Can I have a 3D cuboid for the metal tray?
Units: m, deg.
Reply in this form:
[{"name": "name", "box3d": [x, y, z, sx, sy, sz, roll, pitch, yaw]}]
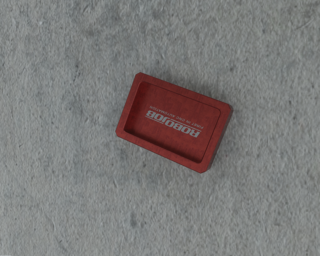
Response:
[{"name": "metal tray", "box3d": [0.017, -0.009, 0.399, 0.130, 0.030, 0.089, 23, 97, 18]}]
